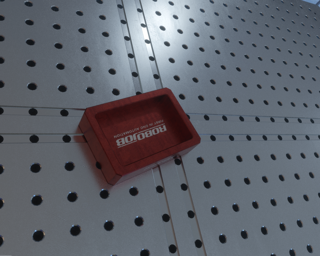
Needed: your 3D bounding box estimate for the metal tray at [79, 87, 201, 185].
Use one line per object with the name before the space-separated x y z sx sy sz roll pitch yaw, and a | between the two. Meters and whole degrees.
metal tray | -0.022 0.005 0.389 0.131 0.030 0.090 -20 72 -35
